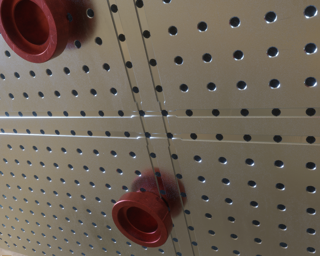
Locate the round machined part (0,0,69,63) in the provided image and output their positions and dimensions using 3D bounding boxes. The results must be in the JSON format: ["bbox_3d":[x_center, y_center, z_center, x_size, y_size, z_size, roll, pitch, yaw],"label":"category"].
[{"bbox_3d":[-0.157,-0.136,0.396,0.098,0.042,0.097,13,124,20],"label":"round machined part"}]

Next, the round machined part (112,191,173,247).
[{"bbox_3d":[-0.024,0.141,0.499,0.098,0.042,0.097,13,124,20],"label":"round machined part"}]
